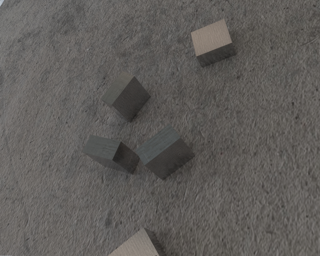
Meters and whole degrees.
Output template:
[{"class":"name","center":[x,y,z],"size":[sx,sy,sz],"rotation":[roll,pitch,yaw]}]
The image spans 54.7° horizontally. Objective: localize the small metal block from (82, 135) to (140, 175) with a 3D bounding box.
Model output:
[{"class":"small metal block","center":[-0.062,0.035,0.399],"size":[0.050,0.050,0.025],"rotation":[10,67,32]}]

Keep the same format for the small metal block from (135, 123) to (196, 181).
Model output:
[{"class":"small metal block","center":[0.007,0.030,0.366],"size":[0.050,0.050,0.025],"rotation":[-38,51,3]}]

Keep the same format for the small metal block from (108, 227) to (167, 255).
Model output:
[{"class":"small metal block","center":[-0.020,0.143,0.326],"size":[0.050,0.025,0.050],"rotation":[-39,51,1]}]

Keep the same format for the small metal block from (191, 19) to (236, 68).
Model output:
[{"class":"small metal block","center":[0.075,-0.120,0.438],"size":[0.050,0.025,0.050],"rotation":[-18,55,17]}]

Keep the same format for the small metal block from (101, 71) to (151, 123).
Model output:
[{"class":"small metal block","center":[-0.047,-0.043,0.439],"size":[0.025,0.050,0.050],"rotation":[28,77,37]}]
